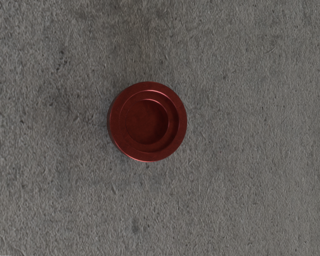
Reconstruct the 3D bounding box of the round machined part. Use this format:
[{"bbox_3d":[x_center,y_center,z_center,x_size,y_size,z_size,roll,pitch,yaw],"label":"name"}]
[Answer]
[{"bbox_3d":[-0.019,-0.008,0.393,0.099,0.042,0.097,0,90,-20],"label":"round machined part"}]
